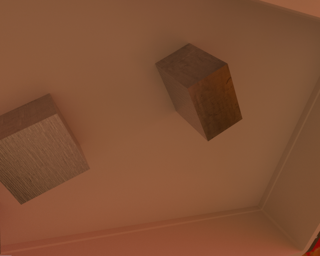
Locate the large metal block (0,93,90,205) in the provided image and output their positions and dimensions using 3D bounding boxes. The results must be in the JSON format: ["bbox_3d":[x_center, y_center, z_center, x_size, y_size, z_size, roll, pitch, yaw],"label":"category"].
[{"bbox_3d":[-0.134,0.022,0.333,0.080,0.050,0.080,-28,128,-11],"label":"large metal block"}]

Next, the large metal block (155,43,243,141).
[{"bbox_3d":[0.046,-0.044,0.371,0.050,0.080,0.080,-33,129,-7],"label":"large metal block"}]
